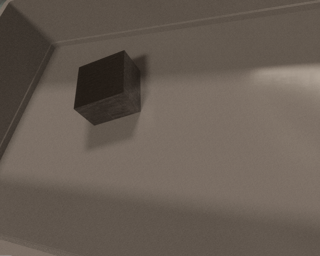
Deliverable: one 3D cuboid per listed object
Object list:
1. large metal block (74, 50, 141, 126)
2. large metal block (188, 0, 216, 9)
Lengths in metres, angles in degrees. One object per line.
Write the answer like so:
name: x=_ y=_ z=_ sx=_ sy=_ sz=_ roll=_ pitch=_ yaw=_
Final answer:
large metal block: x=-0.076 y=-0.059 z=0.464 sx=0.080 sy=0.050 sz=0.080 roll=-16 pitch=55 yaw=19
large metal block: x=0.073 y=-0.254 z=0.509 sx=0.080 sy=0.050 sz=0.080 roll=-43 pitch=51 yaw=-2
